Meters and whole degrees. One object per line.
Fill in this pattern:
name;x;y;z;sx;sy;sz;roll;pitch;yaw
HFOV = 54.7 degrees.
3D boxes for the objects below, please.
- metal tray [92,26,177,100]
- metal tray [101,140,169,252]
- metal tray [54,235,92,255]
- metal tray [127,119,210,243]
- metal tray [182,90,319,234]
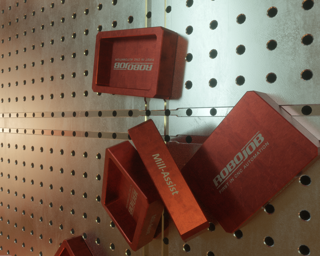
metal tray;-0.040;-0.090;0.437;0.130;0.030;0.089;10;96;39
metal tray;-0.038;0.090;0.401;0.090;0.030;0.129;47;142;29
metal tray;-0.155;0.261;0.530;0.090;0.030;0.129;48;118;29
metal tray;0.010;0.063;0.357;0.030;0.090;0.130;-27;68;-5
metal tray;0.091;0.037;0.330;0.090;0.030;0.129;51;119;27
